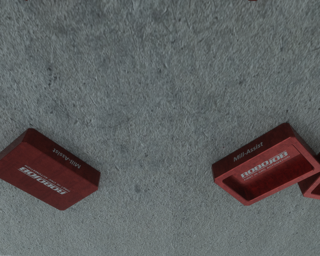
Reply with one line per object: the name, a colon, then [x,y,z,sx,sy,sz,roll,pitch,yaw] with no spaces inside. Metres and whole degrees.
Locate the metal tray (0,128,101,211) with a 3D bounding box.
metal tray: [-0.166,0.066,0.459,0.090,0.030,0.130,-34,123,25]

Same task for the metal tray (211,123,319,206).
metal tray: [0.154,0.058,0.454,0.130,0.030,0.090,-36,122,26]

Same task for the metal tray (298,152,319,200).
metal tray: [0.277,0.057,0.455,0.091,0.030,0.129,12,129,-10]
